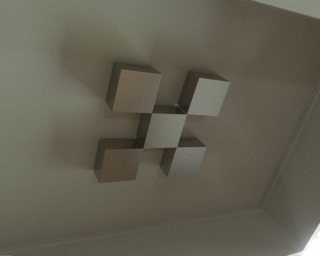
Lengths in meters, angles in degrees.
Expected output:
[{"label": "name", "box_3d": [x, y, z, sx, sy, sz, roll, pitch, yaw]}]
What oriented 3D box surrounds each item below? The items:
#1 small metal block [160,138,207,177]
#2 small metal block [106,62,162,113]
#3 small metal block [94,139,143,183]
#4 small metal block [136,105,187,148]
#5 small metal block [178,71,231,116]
[{"label": "small metal block", "box_3d": [0.033, 0.042, 0.450, 0.050, 0.025, 0.050, 1, 118, -29]}, {"label": "small metal block", "box_3d": [-0.031, -0.046, 0.361, 0.050, 0.025, 0.050, 1, 118, -29]}, {"label": "small metal block", "box_3d": [-0.054, 0.042, 0.402, 0.050, 0.025, 0.050, 1, 118, -29]}, {"label": "small metal block", "box_3d": [0.002, -0.002, 0.405, 0.050, 0.025, 0.050, 0, 118, -29]}, {"label": "small metal block", "box_3d": [0.058, -0.045, 0.409, 0.050, 0.025, 0.050, 2, 117, -30]}]
